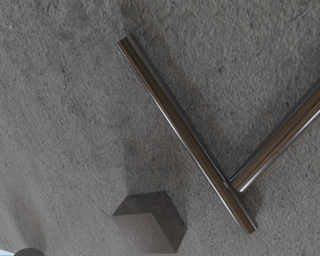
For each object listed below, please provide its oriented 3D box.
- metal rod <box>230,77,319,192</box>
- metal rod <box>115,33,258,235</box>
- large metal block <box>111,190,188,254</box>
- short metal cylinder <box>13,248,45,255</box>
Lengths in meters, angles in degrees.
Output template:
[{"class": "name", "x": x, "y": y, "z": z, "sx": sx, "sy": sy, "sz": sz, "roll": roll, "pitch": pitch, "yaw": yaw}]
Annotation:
[{"class": "metal rod", "x": 0.157, "y": -0.031, "z": 0.304, "sx": 0.025, "sy": 0.025, "sz": 0.298, "roll": 34, "pitch": 129, "yaw": 6}, {"class": "metal rod", "x": 0.041, "y": 0.016, "z": 0.394, "sx": 0.025, "sy": 0.025, "sz": 0.299, "roll": -25, "pitch": 105, "yaw": 36}, {"class": "large metal block", "x": -0.016, "y": 0.150, "z": 0.490, "sx": 0.080, "sy": 0.050, "sz": 0.080, "roll": -16, "pitch": 110, "yaw": 34}, {"class": "short metal cylinder", "x": -0.320, "y": 0.339, "z": 0.745, "sx": 0.080, "sy": 0.080, "sz": 0.050, "roll": 29, "pitch": 128, "yaw": 9}]
